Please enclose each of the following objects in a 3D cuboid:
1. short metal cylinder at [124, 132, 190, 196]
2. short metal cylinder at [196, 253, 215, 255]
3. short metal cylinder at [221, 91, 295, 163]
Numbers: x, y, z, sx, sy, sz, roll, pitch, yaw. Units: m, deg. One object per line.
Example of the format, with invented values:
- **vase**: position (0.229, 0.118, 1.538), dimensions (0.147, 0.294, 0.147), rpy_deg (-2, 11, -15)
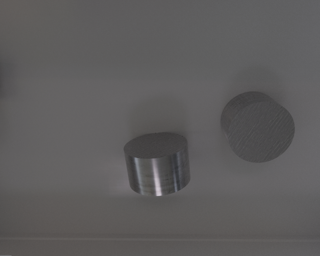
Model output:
- **short metal cylinder**: position (-0.003, 0.044, 0.398), dimensions (0.080, 0.080, 0.050), rpy_deg (-6, 110, 2)
- **short metal cylinder**: position (0.079, 0.237, 0.472), dimensions (0.050, 0.080, 0.079), rpy_deg (15, 109, -6)
- **short metal cylinder**: position (0.123, -0.002, 0.398), dimensions (0.081, 0.050, 0.079), rpy_deg (0, 110, 0)
